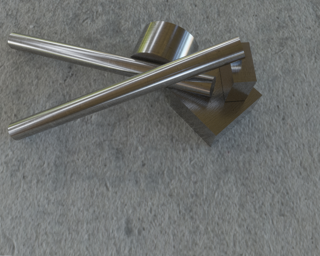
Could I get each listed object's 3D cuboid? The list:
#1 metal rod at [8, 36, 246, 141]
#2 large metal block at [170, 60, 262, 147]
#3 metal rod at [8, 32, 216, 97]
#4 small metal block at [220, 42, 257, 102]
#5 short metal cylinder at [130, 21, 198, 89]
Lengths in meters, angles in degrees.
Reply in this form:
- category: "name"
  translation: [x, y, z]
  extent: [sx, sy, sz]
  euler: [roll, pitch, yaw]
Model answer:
- category: "metal rod"
  translation: [-0.051, -0.041, 0.367]
  extent: [0.301, 0.025, 0.025]
  euler: [-18, 70, 15]
- category: "large metal block"
  translation: [0.070, -0.035, 0.408]
  extent: [0.080, 0.050, 0.080]
  euler: [-40, 75, -12]
- category: "metal rod"
  translation: [-0.076, -0.089, 0.410]
  extent: [0.301, 0.025, 0.025]
  euler: [16, 70, 17]
- category: "small metal block"
  translation: [0.090, -0.065, 0.365]
  extent: [0.025, 0.050, 0.050]
  euler: [-4, 70, -1]
- category: "short metal cylinder"
  translation: [0.005, -0.096, 0.417]
  extent: [0.080, 0.080, 0.050]
  euler: [20, 71, 6]
